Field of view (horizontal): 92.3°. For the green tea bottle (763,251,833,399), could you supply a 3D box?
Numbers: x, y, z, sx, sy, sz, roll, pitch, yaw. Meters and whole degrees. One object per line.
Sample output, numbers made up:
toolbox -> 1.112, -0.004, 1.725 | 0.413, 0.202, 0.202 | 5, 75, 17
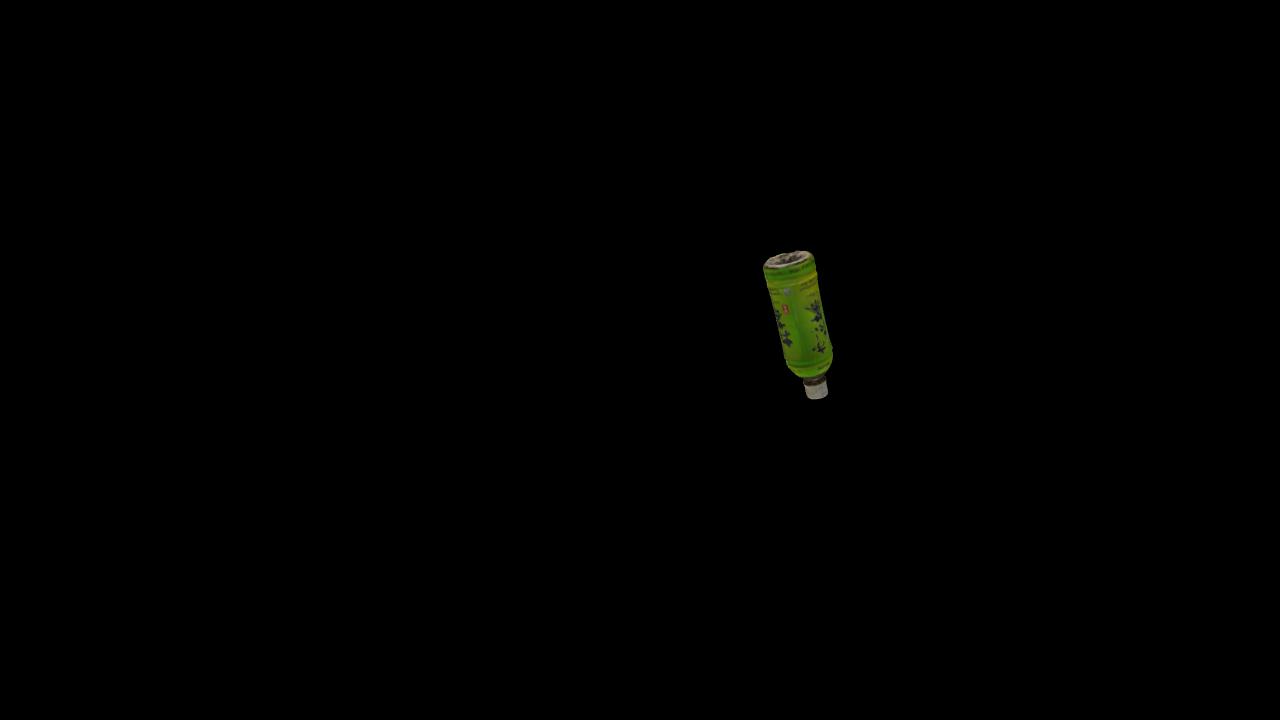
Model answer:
green tea bottle -> 0.229, -0.044, 0.862 | 0.073, 0.212, 0.073 | -18, 20, 7
